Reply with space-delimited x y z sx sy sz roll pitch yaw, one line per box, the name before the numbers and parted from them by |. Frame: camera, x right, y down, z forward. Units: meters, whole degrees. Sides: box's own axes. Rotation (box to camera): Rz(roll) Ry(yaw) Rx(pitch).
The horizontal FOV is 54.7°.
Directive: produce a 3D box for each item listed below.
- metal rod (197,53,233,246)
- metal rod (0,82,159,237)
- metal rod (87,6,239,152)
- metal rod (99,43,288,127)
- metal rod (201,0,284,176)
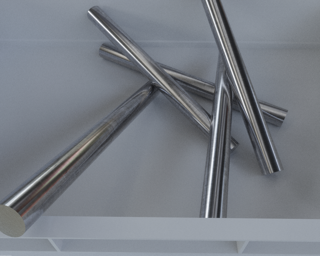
metal rod | 0.074 -0.009 0.373 0.025 0.025 0.300 9 47 7
metal rod | -0.052 0.000 0.323 0.025 0.025 0.301 14 26 11
metal rod | -0.007 -0.076 0.433 0.025 0.025 0.300 -33 68 -25
metal rod | 0.037 -0.070 0.464 0.301 0.025 0.025 24 54 19
metal rod | 0.095 -0.087 0.402 0.025 0.025 0.299 -13 75 -10
